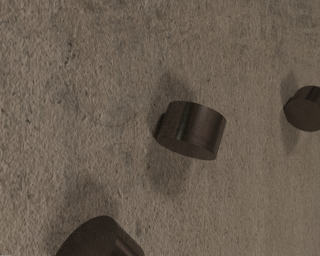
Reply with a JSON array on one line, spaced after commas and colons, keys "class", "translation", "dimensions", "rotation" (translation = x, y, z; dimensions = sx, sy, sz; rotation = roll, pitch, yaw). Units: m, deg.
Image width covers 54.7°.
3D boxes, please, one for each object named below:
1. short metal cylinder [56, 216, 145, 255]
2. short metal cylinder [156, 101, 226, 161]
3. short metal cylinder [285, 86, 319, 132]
[{"class": "short metal cylinder", "translation": [-0.062, 0.139, 0.318], "dimensions": [0.080, 0.080, 0.050], "rotation": [-50, 120, -28]}, {"class": "short metal cylinder", "translation": [0.041, 0.005, 0.406], "dimensions": [0.080, 0.080, 0.050], "rotation": [31, 71, -36]}, {"class": "short metal cylinder", "translation": [0.303, -0.039, 0.627], "dimensions": [0.050, 0.080, 0.080], "rotation": [-45, 117, -31]}]
